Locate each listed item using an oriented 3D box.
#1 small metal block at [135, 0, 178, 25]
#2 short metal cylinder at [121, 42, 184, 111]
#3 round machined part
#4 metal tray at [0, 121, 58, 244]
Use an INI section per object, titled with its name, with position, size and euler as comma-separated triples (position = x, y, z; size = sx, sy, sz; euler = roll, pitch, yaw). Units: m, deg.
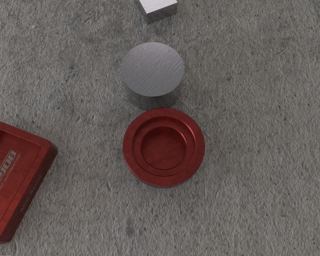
[small metal block]
position = -0.007, -0.195, 0.480
size = 0.050, 0.025, 0.050
euler = -23, 72, -9
[short metal cylinder]
position = -0.009, -0.068, 0.420
size = 0.081, 0.050, 0.080
euler = 0, 70, 0
[round machined part]
position = 0.005, 0.027, 0.389
size = 0.099, 0.042, 0.098
euler = 0, 70, 0
[metal tray]
position = -0.198, 0.063, 0.380
size = 0.090, 0.030, 0.130
euler = 21, 71, 7
